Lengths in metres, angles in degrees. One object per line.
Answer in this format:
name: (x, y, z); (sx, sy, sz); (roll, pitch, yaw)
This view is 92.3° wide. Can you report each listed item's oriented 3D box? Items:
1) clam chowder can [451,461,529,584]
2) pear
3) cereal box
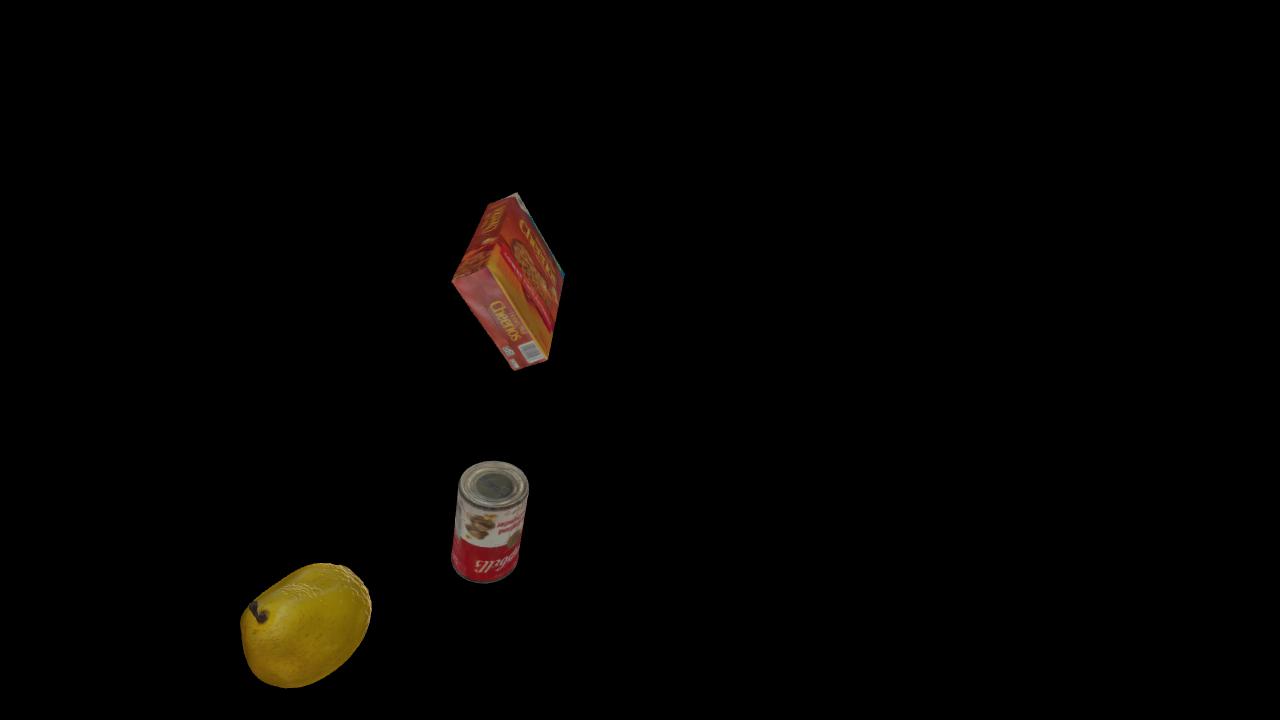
clam chowder can: (-0.148, 0.158, 0.605); (0.068, 0.102, 0.068); (10, 29, -6)
pear: (-0.226, 0.172, 0.396); (0.080, 0.080, 0.111); (0, -17, 4)
cereal box: (-0.226, -0.153, 1.128); (0.081, 0.203, 0.306); (-18, 34, 14)
